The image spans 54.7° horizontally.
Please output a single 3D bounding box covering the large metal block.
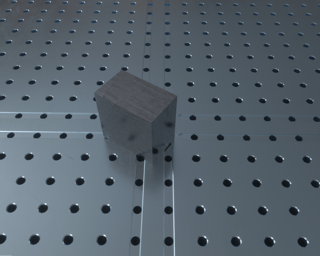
[{"bbox_3d":[-0.028,-0.013,0.383,0.080,0.080,0.050,28,55,21],"label":"large metal block"}]
